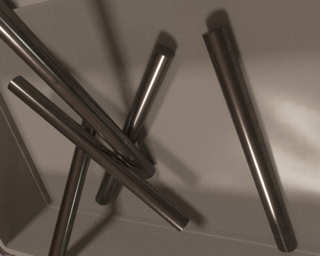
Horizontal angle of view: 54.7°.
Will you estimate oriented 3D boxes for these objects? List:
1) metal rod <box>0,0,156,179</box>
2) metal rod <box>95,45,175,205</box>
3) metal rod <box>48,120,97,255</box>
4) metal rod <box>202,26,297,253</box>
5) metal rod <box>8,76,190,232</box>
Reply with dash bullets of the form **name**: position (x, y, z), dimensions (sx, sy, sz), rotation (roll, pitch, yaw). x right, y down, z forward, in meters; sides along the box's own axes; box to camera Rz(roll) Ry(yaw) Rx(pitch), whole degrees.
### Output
- **metal rod**: position (-0.083, -0.022, 0.356), dimensions (0.025, 0.025, 0.300), rotation (-4, 143, 30)
- **metal rod**: position (-0.047, 0.018, 0.442), dimensions (0.025, 0.025, 0.298), rotation (32, 128, 7)
- **metal rod**: position (-0.134, 0.116, 0.459), dimensions (0.025, 0.025, 0.298), rotation (18, 97, 18)
- **metal rod**: position (0.113, 0.029, 0.366), dimensions (0.025, 0.025, 0.299), rotation (-11, 113, 32)
- **metal rod**: position (-0.082, 0.035, 0.422), dimensions (0.300, 0.025, 0.025), rotation (40, 129, 0)
